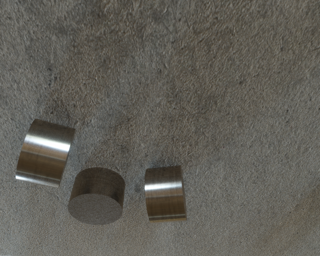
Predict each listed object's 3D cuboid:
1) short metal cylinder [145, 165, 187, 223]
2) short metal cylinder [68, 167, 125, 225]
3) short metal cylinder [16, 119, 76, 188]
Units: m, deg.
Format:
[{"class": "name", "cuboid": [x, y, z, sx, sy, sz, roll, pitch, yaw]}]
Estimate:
[{"class": "short metal cylinder", "cuboid": [0.010, 0.097, 0.453, 0.050, 0.080, 0.080, -6, 130, 5]}, {"class": "short metal cylinder", "cuboid": [-0.096, 0.106, 0.480, 0.081, 0.050, 0.079, 0, 130, 0]}, {"class": "short metal cylinder", "cuboid": [-0.144, 0.033, 0.398, 0.050, 0.080, 0.079, 16, 128, -13]}]
